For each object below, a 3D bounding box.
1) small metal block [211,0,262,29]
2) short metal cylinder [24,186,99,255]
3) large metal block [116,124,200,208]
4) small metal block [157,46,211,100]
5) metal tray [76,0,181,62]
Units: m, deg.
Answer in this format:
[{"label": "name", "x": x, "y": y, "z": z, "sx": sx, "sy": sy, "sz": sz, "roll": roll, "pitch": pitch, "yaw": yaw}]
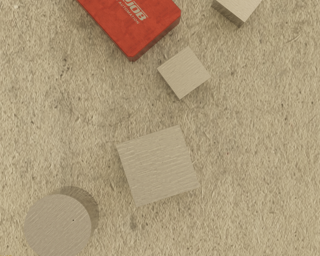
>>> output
[{"label": "small metal block", "x": 0.105, "y": -0.171, "z": 0.411, "sx": 0.050, "sy": 0.025, "sz": 0.050, "roll": 38, "pitch": 90, "yaw": 0}, {"label": "short metal cylinder", "x": -0.123, "y": 0.119, "z": 0.396, "sx": 0.081, "sy": 0.050, "sz": 0.079, "roll": 0, "pitch": 90, "yaw": 0}, {"label": "large metal block", "x": -0.003, "y": 0.045, "z": 0.397, "sx": 0.080, "sy": 0.050, "sz": 0.080, "roll": -18, "pitch": 90, "yaw": 0}, {"label": "small metal block", "x": 0.031, "y": -0.071, "z": 0.410, "sx": 0.050, "sy": 0.025, "sz": 0.050, "roll": -36, "pitch": 90, "yaw": 0}, {"label": "metal tray", "x": -0.047, "y": -0.165, "z": 0.407, "sx": 0.090, "sy": 0.030, "sz": 0.130, "roll": -42, "pitch": 90, "yaw": 0}]
